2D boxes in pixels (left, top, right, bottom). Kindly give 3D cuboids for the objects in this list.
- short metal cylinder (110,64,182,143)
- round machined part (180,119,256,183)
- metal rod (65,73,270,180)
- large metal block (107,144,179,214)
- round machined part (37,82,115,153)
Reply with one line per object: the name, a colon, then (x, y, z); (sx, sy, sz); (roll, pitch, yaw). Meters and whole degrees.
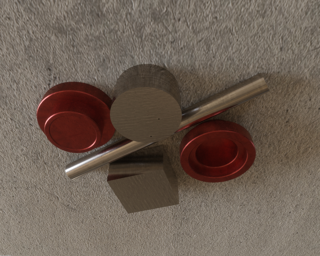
short metal cylinder: (-0.016, -0.029, 0.367); (0.081, 0.050, 0.079); (0, 130, 0)
round machined part: (0.076, 0.027, 0.421); (0.099, 0.042, 0.097); (0, 130, 0)
metal rod: (-0.004, 0.006, 0.414); (0.300, 0.025, 0.025); (-25, 126, 19)
large metal block: (-0.022, 0.076, 0.458); (0.080, 0.050, 0.080); (-13, 129, 11)
round machined part: (-0.105, -0.006, 0.391); (0.099, 0.042, 0.097); (0, 130, 0)
